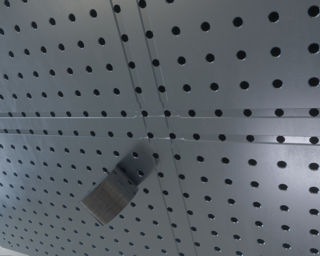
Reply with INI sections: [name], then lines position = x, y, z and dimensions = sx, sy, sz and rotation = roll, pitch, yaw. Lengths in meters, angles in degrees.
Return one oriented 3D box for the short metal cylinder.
[short metal cylinder]
position = -0.079, 0.104, 0.482
dimensions = 0.050, 0.080, 0.080
rotation = 46, 129, -4
